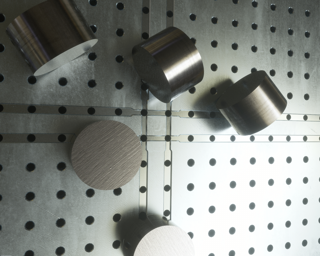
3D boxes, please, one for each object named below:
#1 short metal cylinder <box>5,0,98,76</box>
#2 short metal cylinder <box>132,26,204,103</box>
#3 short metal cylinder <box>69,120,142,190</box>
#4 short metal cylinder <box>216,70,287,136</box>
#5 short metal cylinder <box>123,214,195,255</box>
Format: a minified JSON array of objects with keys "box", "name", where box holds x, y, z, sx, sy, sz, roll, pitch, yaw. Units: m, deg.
[{"box":[-0.117,-0.099,0.340,0.080,0.080,0.050,-34,101,-17],"name":"short metal cylinder"},{"box":[0.009,-0.078,0.386,0.050,0.080,0.080,-35,101,-17],"name":"short metal cylinder"},{"box":[-0.067,0.030,0.374,0.081,0.050,0.079,0,91,-20],"name":"short metal cylinder"},{"box":[0.125,-0.035,0.429,0.080,0.080,0.050,-45,104,-14],"name":"short metal cylinder"},{"box":[-0.003,0.158,0.399,0.081,0.050,0.079,0,90,-20],"name":"short metal cylinder"}]
